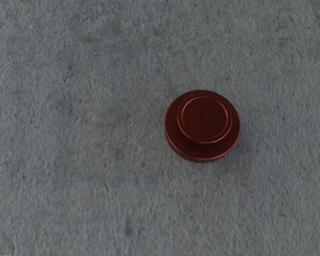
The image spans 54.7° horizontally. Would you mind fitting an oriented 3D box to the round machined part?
[{"bbox_3d":[0.055,-0.007,0.402,0.099,0.042,0.098,0,70,-1],"label":"round machined part"}]
